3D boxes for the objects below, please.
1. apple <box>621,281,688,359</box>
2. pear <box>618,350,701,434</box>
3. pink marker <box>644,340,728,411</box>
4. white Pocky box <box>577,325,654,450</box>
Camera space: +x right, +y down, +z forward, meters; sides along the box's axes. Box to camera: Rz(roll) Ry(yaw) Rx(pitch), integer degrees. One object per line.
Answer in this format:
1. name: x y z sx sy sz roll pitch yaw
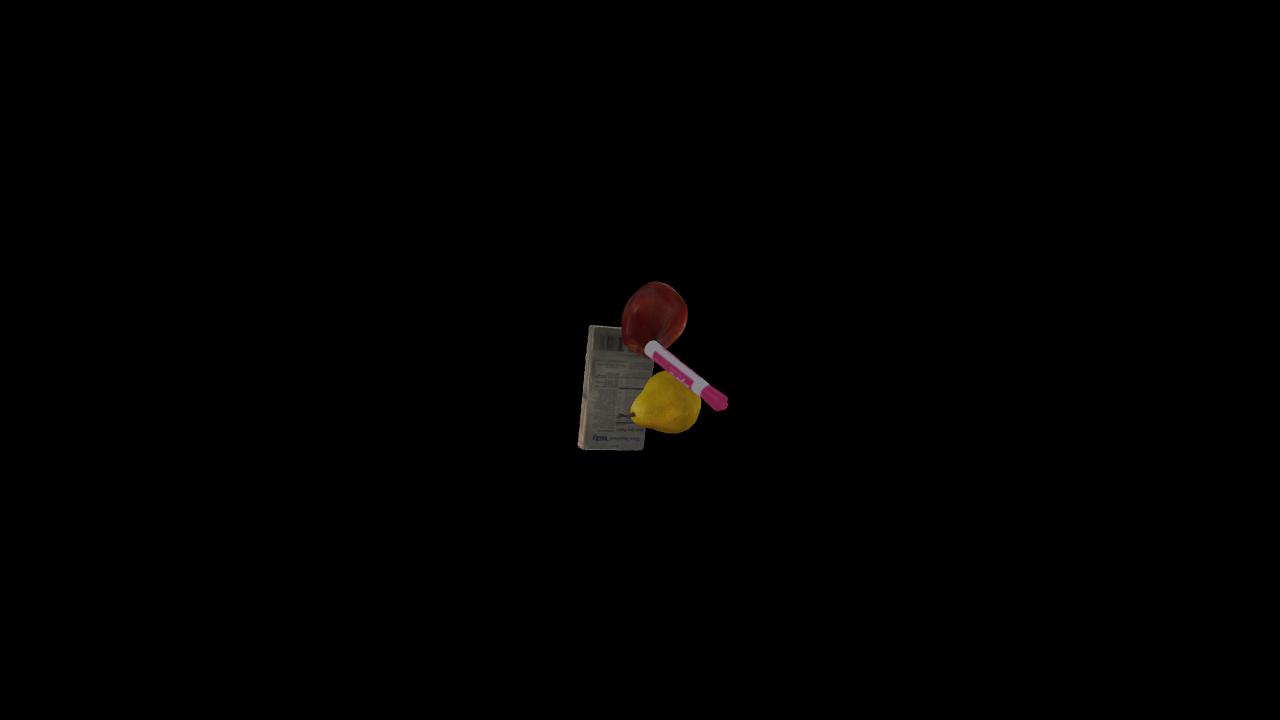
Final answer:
1. apple: 0.016 -0.050 0.747 0.079 0.093 0.079 27 -15 8
2. pear: 0.024 0.060 0.752 0.080 0.080 0.111 0 20 42
3. pink marker: 0.048 0.016 0.647 0.020 0.020 0.121 0 30 -44
4. white Pocky box: -0.029 0.036 0.768 0.084 0.154 0.028 4 7 -22
